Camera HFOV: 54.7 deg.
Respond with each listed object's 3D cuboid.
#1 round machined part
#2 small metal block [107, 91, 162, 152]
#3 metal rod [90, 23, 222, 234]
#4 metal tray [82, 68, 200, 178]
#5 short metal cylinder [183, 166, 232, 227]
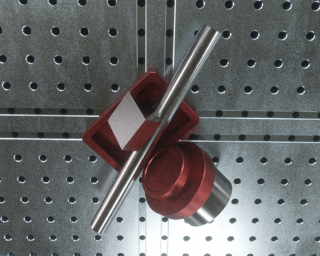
[{"bbox_3d":[0.016,0.060,0.386,0.098,0.098,0.042,-44,127,14],"label":"round machined part"},{"bbox_3d":[-0.032,-0.008,0.373,0.025,0.050,0.050,11,127,-45],"label":"small metal block"},{"bbox_3d":[-0.014,0.014,0.386,0.025,0.025,0.298,27,108,-10],"label":"metal rod"},{"bbox_3d":[-0.025,-0.003,0.408,0.130,0.030,0.090,-41,106,13],"label":"metal tray"},{"bbox_3d":[0.048,0.083,0.414,0.080,0.080,0.050,-41,105,13],"label":"short metal cylinder"}]
